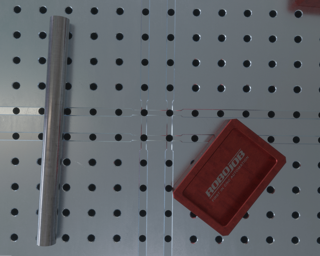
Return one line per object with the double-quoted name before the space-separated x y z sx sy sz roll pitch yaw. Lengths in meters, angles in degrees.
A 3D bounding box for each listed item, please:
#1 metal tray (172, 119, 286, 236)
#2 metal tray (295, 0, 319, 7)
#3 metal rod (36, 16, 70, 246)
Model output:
"metal tray" 0.089 0.063 0.411 0.090 0.030 0.130 38 90 0
"metal tray" 0.237 -0.230 0.413 0.091 0.030 0.129 5 90 0
"metal rod" -0.142 0.004 0.412 0.025 0.025 0.298 3 90 0
